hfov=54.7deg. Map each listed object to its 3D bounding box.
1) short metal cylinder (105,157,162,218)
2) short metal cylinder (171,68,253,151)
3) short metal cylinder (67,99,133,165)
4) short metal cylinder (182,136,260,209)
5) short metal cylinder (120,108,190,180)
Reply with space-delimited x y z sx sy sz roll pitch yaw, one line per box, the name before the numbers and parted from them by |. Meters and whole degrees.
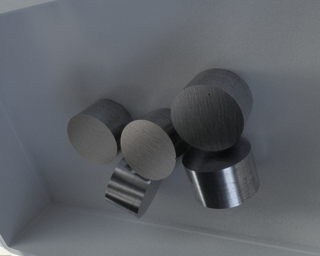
short metal cylinder | -0.034 0.080 0.441 0.050 0.080 0.079 24 127 14
short metal cylinder | 0.059 -0.021 0.349 0.080 0.050 0.079 13 124 21
short metal cylinder | -0.082 0.005 0.439 0.080 0.050 0.079 13 124 21
short metal cylinder | 0.072 0.049 0.366 0.080 0.080 0.050 -6 116 31
short metal cylinder | -0.003 0.020 0.398 0.080 0.050 0.079 13 115 28
